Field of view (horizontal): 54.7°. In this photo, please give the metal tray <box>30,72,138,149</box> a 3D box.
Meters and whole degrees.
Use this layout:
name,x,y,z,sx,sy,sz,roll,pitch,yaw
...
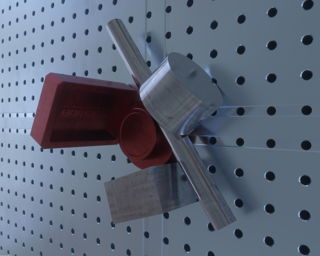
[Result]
name,x,y,z,sx,sy,sz,roll,pitch,yaw
metal tray,-0.098,-0.020,0.420,0.030,0.131,0.089,34,111,34

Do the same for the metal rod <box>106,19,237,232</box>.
name,x,y,z,sx,sy,sz,roll,pitch,yaw
metal rod,0.003,-0.020,0.378,0.025,0.025,0.299,-42,65,31

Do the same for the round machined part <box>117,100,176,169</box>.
name,x,y,z,sx,sy,sz,roll,pitch,yaw
round machined part,-0.018,0.008,0.411,0.098,0.042,0.097,0,90,39

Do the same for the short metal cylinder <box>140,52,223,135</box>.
name,x,y,z,sx,sy,sz,roll,pitch,yaw
short metal cylinder,0.024,-0.039,0.350,0.050,0.081,0.080,-44,64,31

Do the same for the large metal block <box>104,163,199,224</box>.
name,x,y,z,sx,sy,sz,roll,pitch,yaw
large metal block,-0.007,0.077,0.377,0.080,0.081,0.050,-24,75,37
